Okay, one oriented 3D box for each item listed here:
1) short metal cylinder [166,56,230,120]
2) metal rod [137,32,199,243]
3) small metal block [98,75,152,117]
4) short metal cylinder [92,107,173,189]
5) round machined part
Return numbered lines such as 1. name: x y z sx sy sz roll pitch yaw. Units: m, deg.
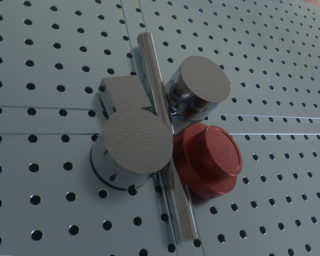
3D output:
1. short metal cylinder: 0.054 -0.058 0.451 0.081 0.050 0.080 14 56 -21
2. metal rod: 0.004 -0.006 0.409 0.025 0.025 0.299 3 60 -27
3. small metal block: -0.046 -0.039 0.402 0.050 0.025 0.050 -12 68 -33
4. short metal cylinder: -0.032 0.023 0.355 0.081 0.050 0.080 14 56 -21
5. round machined part: 0.066 0.036 0.391 0.098 0.042 0.098 27 45 -31
